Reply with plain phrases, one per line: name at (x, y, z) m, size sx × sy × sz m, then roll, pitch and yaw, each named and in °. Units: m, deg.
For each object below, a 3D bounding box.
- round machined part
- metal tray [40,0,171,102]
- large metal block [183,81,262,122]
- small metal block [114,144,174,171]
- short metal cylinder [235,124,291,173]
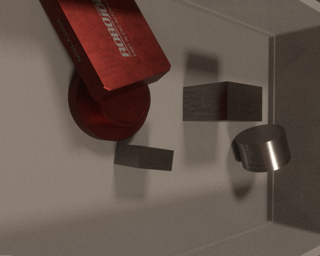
round machined part at (-0.050, -0.033, 0.355) m, size 0.099 × 0.042 × 0.097 m, roll 0°, pitch 90°, yaw -40°
metal tray at (-0.056, -0.101, 0.329) m, size 0.091 × 0.030 × 0.130 m, roll -27°, pitch 86°, yaw -37°
large metal block at (0.090, -0.035, 0.449) m, size 0.081 × 0.080 × 0.050 m, roll 0°, pitch 90°, yaw -40°
small metal block at (-0.020, 0.036, 0.376) m, size 0.050 × 0.050 × 0.025 m, roll 12°, pitch 83°, yaw -40°
short metal cylinder at (0.172, 0.033, 0.519) m, size 0.081 × 0.080 × 0.050 m, roll -31°, pitch 110°, yaw -36°
